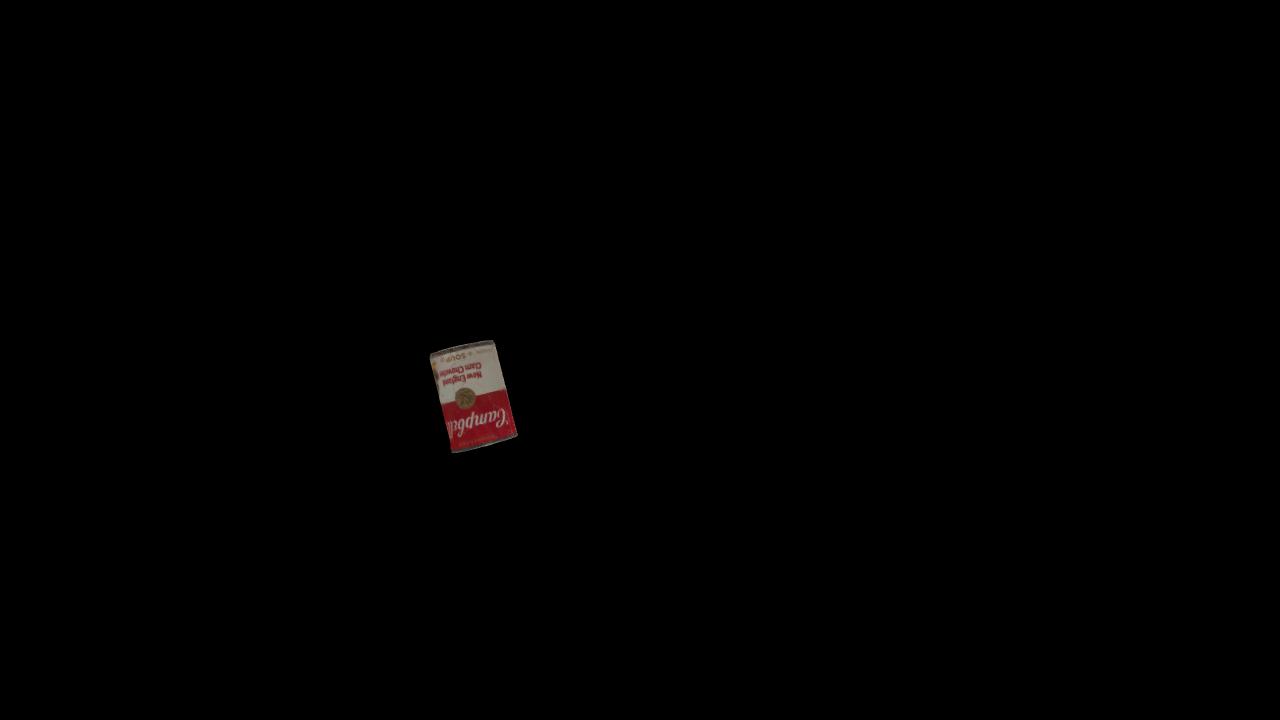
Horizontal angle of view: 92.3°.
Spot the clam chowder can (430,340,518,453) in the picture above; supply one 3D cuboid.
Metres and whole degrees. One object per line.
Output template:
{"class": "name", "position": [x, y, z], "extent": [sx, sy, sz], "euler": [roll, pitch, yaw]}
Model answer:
{"class": "clam chowder can", "position": [-0.169, 0.036, 0.626], "extent": [0.068, 0.102, 0.068], "euler": [-14, -1, 0]}
